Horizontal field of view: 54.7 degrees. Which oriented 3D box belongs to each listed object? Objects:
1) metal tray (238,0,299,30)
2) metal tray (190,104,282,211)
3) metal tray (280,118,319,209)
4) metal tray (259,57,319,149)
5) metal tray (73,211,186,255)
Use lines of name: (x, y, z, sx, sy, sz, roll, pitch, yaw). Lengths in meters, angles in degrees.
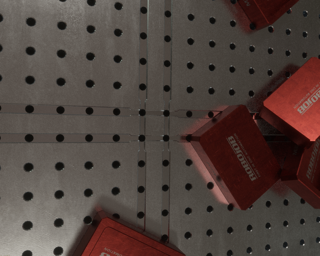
metal tray: (0.150, -0.228, 0.466, 0.090, 0.030, 0.130, -42, 104, -15)
metal tray: (0.114, 0.042, 0.454, 0.090, 0.030, 0.130, -36, 102, -17)
metal tray: (0.244, 0.048, 0.483, 0.090, 0.030, 0.130, 38, 62, -17)
metal tray: (0.228, -0.041, 0.470, 0.130, 0.030, 0.090, -40, 66, -16)
metal tray: (-0.042, 0.175, 0.395, 0.130, 0.030, 0.090, 32, 79, -18)
